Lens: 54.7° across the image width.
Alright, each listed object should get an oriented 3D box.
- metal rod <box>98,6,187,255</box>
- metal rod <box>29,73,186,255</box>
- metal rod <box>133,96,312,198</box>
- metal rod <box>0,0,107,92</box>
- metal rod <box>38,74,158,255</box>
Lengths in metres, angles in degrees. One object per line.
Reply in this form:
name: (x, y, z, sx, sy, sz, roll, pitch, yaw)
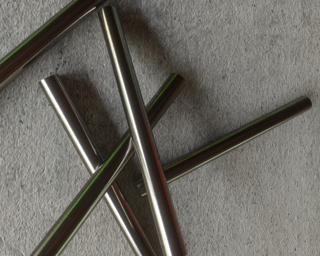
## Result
metal rod: (-0.024, -0.004, 0.358, 0.025, 0.025, 0.299, -12, 79, -20)
metal rod: (-0.057, 0.047, 0.361, 0.025, 0.025, 0.301, 42, 67, -15)
metal rod: (0.101, 0.019, 0.446, 0.302, 0.025, 0.025, -24, 98, -18)
metal rod: (-0.126, -0.112, 0.362, 0.301, 0.025, 0.025, -47, 105, -14)
metal rod: (-0.064, 0.074, 0.385, 0.025, 0.025, 0.299, -30, 100, -18)
